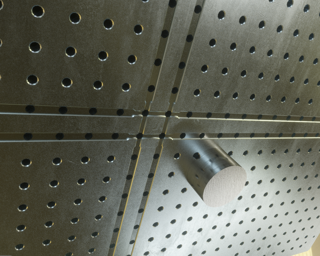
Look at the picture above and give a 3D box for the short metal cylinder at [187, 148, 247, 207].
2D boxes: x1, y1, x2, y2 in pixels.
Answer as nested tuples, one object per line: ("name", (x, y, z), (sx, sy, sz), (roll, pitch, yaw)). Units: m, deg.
("short metal cylinder", (0.090, 0.079, 0.496), (0.081, 0.050, 0.079), (-14, 125, -21))
